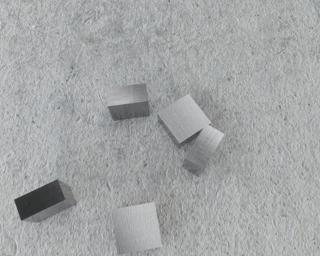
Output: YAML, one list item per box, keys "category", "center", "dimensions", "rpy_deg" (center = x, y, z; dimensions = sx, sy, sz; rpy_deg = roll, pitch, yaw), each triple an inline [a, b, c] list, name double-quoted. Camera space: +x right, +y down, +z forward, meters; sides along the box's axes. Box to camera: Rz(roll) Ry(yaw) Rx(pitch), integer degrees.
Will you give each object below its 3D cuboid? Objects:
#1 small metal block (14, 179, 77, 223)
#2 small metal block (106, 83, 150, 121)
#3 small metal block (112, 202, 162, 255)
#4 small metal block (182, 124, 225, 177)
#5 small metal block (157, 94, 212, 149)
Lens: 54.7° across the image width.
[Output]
- category: "small metal block"
  center: [-0.132, 0.087, 0.362]
  dimensions: [0.050, 0.050, 0.025]
  rpy_deg: [-25, 72, -9]
- category: "small metal block"
  center: [-0.041, -0.033, 0.406]
  dimensions: [0.050, 0.050, 0.025]
  rpy_deg: [-8, 71, -3]
- category: "small metal block"
  center: [-0.027, 0.118, 0.365]
  dimensions: [0.050, 0.025, 0.050]
  rpy_deg: [-9, 70, -4]
- category: "small metal block"
  center: [0.053, 0.029, 0.384]
  dimensions: [0.025, 0.050, 0.050]
  rpy_deg: [31, 73, 10]
- category: "small metal block"
  center: [0.031, -0.009, 0.411]
  dimensions: [0.050, 0.025, 0.050]
  rpy_deg: [-32, 73, -11]
